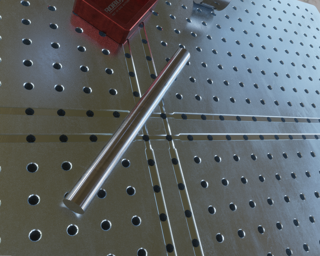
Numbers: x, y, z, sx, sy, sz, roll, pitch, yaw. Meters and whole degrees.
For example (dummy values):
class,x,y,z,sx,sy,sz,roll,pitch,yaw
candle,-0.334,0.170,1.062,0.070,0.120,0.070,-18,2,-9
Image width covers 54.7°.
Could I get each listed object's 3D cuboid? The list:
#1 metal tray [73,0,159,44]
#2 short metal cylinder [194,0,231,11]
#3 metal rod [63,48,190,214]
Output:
class,x,y,z,sx,sy,sz,roll,pitch,yaw
metal tray,-0.064,-0.201,0.494,0.090,0.030,0.130,34,51,-6
short metal cylinder,0.106,-0.275,0.600,0.050,0.080,0.080,8,58,-24
metal rod,-0.025,-0.019,0.407,0.025,0.025,0.301,36,51,-5
